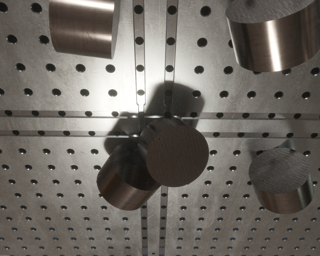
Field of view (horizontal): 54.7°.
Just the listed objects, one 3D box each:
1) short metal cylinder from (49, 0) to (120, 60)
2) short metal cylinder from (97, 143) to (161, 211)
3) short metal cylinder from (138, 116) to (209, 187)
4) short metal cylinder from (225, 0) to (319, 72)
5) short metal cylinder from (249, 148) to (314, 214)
[{"bbox_3d":[-0.065,-0.106,0.284,0.050,0.080,0.079,7,130,-6],"label":"short metal cylinder"},{"bbox_3d":[-0.041,0.067,0.432,0.080,0.080,0.050,23,126,-19],"label":"short metal cylinder"},{"bbox_3d":[0.016,0.029,0.399,0.081,0.050,0.079,-4,106,-15],"label":"short metal cylinder"},{"bbox_3d":[0.108,-0.097,0.295,0.080,0.080,0.050,-16,129,12],"label":"short metal cylinder"},{"bbox_3d":[0.173,0.075,0.442,0.080,0.080,0.050,-18,128,14],"label":"short metal cylinder"}]
